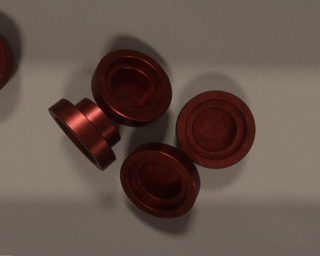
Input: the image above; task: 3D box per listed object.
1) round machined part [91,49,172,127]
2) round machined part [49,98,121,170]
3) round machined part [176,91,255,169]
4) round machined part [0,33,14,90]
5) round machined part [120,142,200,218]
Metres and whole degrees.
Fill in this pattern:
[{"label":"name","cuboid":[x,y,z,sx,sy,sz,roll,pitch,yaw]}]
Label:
[{"label":"round machined part","cuboid":[-0.038,-0.046,0.387,0.099,0.042,0.098,12,63,-24]},{"label":"round machined part","cuboid":[-0.086,0.002,0.377,0.042,0.098,0.098,-42,91,-18]},{"label":"round machined part","cuboid":[0.069,0.002,0.404,0.099,0.042,0.097,0,90,-1]},{"label":"round machined part","cuboid":[-0.238,-0.085,0.400,0.099,0.042,0.097,0,90,-1]},{"label":"round machined part","cuboid":[0.003,0.061,0.389,0.098,0.042,0.097,9,118,19]}]
